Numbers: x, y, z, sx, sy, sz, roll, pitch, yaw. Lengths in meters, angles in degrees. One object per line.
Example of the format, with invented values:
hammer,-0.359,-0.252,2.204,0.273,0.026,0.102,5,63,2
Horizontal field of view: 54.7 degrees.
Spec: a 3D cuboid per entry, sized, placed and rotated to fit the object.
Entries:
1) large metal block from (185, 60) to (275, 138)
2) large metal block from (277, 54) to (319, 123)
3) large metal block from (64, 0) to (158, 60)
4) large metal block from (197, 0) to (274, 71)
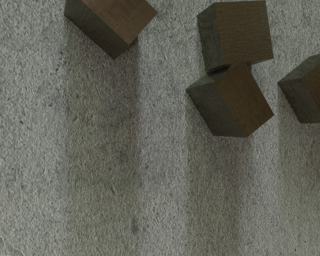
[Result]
large metal block,0.090,-0.035,0.413,0.050,0.080,0.080,-36,102,-16
large metal block,0.247,-0.063,0.486,0.080,0.050,0.080,-37,102,-16
large metal block,-0.060,-0.132,0.357,0.080,0.080,0.050,41,77,-16
large metal block,0.105,-0.128,0.434,0.081,0.050,0.080,-11,94,-20
